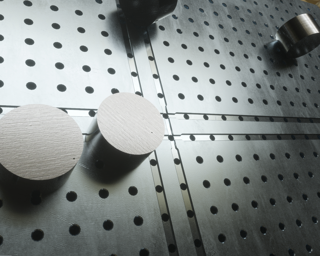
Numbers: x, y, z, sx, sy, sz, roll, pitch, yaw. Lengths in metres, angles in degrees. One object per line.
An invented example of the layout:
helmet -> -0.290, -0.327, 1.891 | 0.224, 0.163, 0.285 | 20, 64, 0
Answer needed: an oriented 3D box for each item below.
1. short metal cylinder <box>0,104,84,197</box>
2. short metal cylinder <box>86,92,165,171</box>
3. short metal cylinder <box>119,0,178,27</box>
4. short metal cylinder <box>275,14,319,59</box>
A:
short metal cylinder -> -0.123, 0.023, 0.312 | 0.081, 0.050, 0.080 | 14, 56, -21
short metal cylinder -> -0.041, 0.005, 0.367 | 0.081, 0.050, 0.080 | 14, 56, -21
short metal cylinder -> -0.019, -0.208, 0.489 | 0.080, 0.080, 0.050 | 45, 51, 3
short metal cylinder -> 0.290, -0.189, 0.644 | 0.081, 0.080, 0.050 | -6, 65, -31
